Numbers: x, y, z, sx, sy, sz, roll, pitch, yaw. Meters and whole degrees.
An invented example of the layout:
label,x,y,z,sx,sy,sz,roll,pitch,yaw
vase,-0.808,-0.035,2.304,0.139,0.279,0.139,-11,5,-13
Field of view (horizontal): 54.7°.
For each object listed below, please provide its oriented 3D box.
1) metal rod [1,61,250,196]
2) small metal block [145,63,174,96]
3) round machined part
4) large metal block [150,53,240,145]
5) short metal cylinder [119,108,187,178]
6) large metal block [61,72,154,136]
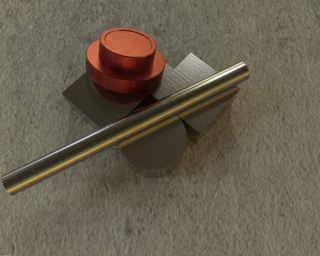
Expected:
label,x,y,z,sx,sy,sz,roll,pitch,yaw
metal rod,-0.030,-0.005,0.357,0.302,0.025,0.025,-27,73,-10
small metal block,-0.010,-0.070,0.434,0.050,0.025,0.050,41,75,13
round machined part,-0.041,-0.089,0.385,0.099,0.042,0.098,8,43,-8
large metal block,0.044,-0.038,0.411,0.080,0.050,0.080,40,74,13
short metal cylinder,-0.009,0.018,0.389,0.081,0.050,0.080,0,70,0
large metal block,-0.065,-0.037,0.408,0.080,0.050,0.080,40,75,13
